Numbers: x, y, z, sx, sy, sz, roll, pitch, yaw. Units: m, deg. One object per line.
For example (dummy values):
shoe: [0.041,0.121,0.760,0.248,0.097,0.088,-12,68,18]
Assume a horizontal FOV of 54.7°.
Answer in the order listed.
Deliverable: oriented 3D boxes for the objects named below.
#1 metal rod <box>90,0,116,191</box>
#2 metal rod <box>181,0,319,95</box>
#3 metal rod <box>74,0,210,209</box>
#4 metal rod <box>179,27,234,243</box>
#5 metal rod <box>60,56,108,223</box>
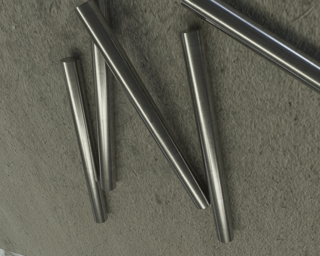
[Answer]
metal rod: [-0.077,-0.030,0.428,0.025,0.025,0.298,16,125,19]
metal rod: [0.152,-0.048,0.296,0.301,0.025,0.025,35,129,5]
metal rod: [-0.010,-0.013,0.386,0.025,0.025,0.299,-16,116,34]
metal rod: [0.064,0.028,0.390,0.025,0.025,0.298,1,119,28]
metal rod: [-0.114,0.036,0.489,0.025,0.025,0.298,11,123,22]
